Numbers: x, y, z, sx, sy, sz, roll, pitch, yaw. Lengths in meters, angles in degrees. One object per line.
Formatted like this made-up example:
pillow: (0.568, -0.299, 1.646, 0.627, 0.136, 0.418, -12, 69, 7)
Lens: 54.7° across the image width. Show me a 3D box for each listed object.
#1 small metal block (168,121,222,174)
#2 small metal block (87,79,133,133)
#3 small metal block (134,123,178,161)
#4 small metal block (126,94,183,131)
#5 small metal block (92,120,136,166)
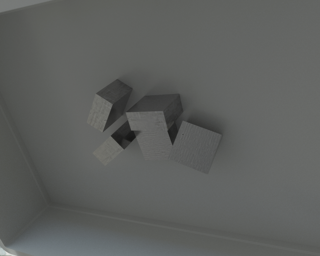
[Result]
small metal block: (0.044, 0.024, 0.383, 0.050, 0.025, 0.050, 21, 87, 15)
small metal block: (-0.066, -0.030, 0.407, 0.025, 0.050, 0.050, 33, 129, 6)
small metal block: (-0.001, 0.016, 0.418, 0.050, 0.025, 0.050, -6, 116, 30)
small metal block: (-0.006, -0.020, 0.382, 0.050, 0.050, 0.025, 0, 118, 28)
small metal block: (-0.060, 0.020, 0.434, 0.025, 0.050, 0.050, 47, 129, -5)
